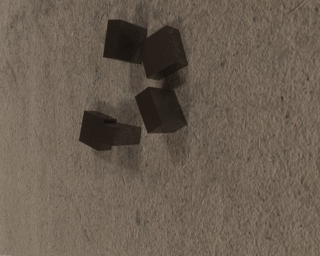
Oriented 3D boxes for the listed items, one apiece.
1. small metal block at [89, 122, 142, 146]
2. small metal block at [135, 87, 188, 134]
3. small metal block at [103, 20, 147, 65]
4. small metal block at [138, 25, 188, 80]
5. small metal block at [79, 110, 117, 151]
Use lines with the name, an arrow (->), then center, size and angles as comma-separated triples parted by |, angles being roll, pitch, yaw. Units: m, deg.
small metal block -> -0.063, 0.008, 0.438 | 0.050, 0.050, 0.025 | 11, 97, 39
small metal block -> 0.002, -0.021, 0.385 | 0.025, 0.050, 0.050 | -32, 71, 35
small metal block -> -0.047, -0.117, 0.426 | 0.025, 0.050, 0.050 | 16, 100, 38
small metal block -> 0.003, -0.096, 0.400 | 0.050, 0.025, 0.050 | -22, 76, 37
small metal block -> -0.097, 0.004, 0.483 | 0.050, 0.025, 0.050 | 21, 103, 37
